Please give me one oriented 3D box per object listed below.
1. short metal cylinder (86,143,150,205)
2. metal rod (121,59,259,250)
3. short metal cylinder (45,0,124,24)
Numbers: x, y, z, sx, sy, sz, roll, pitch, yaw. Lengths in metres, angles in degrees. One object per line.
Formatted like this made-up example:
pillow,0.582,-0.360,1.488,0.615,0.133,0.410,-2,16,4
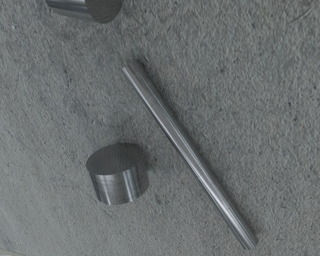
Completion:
short metal cylinder,-0.059,0.063,0.441,0.080,0.080,0.050,4,120,26
metal rod,0.045,0.043,0.409,0.025,0.025,0.299,-26,105,37
short metal cylinder,-0.076,-0.152,0.317,0.050,0.080,0.079,17,125,18
